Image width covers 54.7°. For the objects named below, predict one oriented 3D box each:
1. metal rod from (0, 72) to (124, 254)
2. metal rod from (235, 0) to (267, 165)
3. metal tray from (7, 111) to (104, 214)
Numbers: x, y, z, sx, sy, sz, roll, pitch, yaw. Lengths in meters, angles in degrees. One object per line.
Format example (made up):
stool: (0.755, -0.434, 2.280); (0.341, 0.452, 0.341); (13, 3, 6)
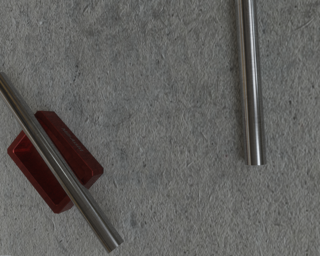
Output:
metal rod: (-0.148, 0.039, 0.427); (0.025, 0.025, 0.300); (-42, 77, 15)
metal rod: (0.105, -0.106, 0.371); (0.025, 0.025, 0.298); (-4, 89, 19)
metal tray: (-0.157, 0.048, 0.459); (0.130, 0.030, 0.090); (46, 104, 14)
